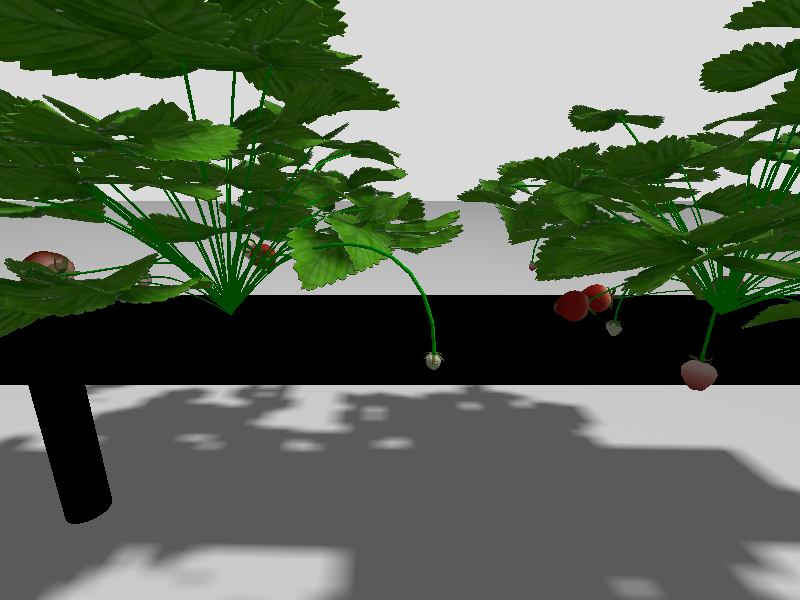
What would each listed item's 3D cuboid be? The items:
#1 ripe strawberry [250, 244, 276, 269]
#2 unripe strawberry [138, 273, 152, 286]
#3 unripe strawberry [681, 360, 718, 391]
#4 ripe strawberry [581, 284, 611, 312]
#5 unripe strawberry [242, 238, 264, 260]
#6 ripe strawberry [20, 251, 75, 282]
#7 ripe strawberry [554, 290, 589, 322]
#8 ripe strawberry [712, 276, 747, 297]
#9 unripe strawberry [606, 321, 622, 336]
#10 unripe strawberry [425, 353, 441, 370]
[{"bbox_3d":[-0.196,-0.063,0.576,0.035,0.037,0.037,-3,12,-10],"label":"ripe strawberry"},{"bbox_3d":[-0.299,-0.023,0.467,0.017,0.017,0.018,-20,-25,-51],"label":"unripe strawberry"},{"bbox_3d":[0.172,0.044,0.231,0.017,0.017,0.015,13,-1,39],"label":"unripe strawberry"},{"bbox_3d":[0.180,-0.002,0.372,0.028,0.024,0.028,1,16,4],"label":"ripe strawberry"},{"bbox_3d":[-0.234,-0.081,0.641,0.034,0.036,0.037,-4,16,-15],"label":"unripe strawberry"},{"bbox_3d":[-0.385,-0.029,0.433,0.051,0.049,0.047,4,16,18],"label":"ripe strawberry"},{"bbox_3d":[0.148,0.005,0.348,0.029,0.028,0.026,-4,16,-6],"label":"ripe strawberry"},{"bbox_3d":[0.338,-0.014,0.412,0.029,0.025,0.029,13,20,39],"label":"ripe strawberry"},{"bbox_3d":[0.161,0.022,0.302,0.010,0.011,0.011,-8,17,-25],"label":"unripe strawberry"},{"bbox_3d":[0.019,0.036,0.231,0.010,0.010,0.009,12,20,36],"label":"unripe strawberry"}]
